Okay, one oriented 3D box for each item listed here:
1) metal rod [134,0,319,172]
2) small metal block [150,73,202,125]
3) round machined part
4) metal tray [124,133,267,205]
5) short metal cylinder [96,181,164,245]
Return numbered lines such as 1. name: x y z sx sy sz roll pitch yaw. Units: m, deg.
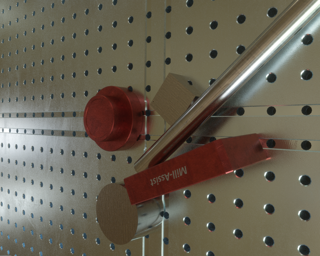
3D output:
1. metal rod: 0.071 -0.045 0.334 0.299 0.025 0.025 -46 63 24
2. small metal block: 0.022 -0.034 0.390 0.050 0.025 0.050 47 118 29
3. round machined part: -0.076 -0.014 0.458 0.098 0.042 0.097 0 90 39
4. metal tray: 0.036 0.045 0.334 0.130 0.091 0.030 -27 76 36
5. short metal cylinder: -0.042 0.112 0.426 0.080 0.050 0.079 0 90 39
